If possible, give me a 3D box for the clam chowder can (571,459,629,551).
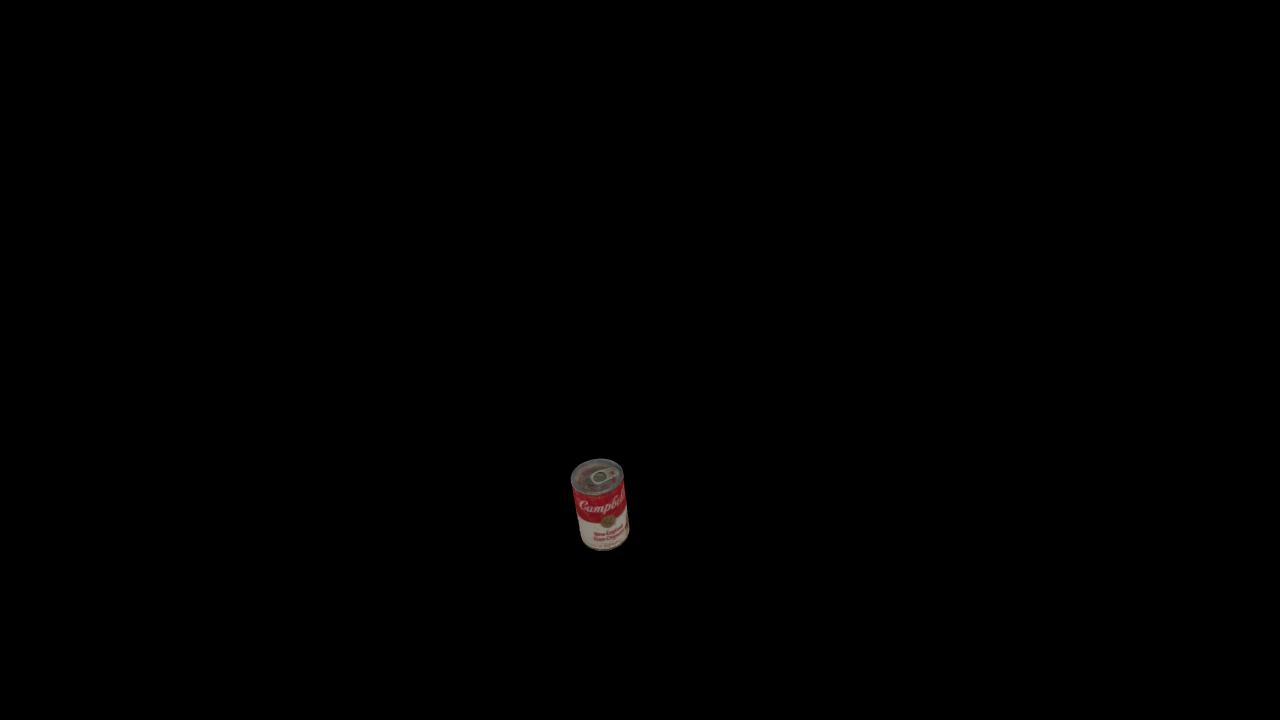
[{"bbox_3d":[-0.051,0.189,0.802,0.068,0.102,0.068,-4,31,2],"label":"clam chowder can"}]
